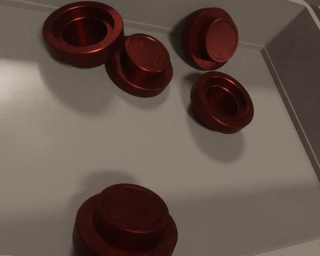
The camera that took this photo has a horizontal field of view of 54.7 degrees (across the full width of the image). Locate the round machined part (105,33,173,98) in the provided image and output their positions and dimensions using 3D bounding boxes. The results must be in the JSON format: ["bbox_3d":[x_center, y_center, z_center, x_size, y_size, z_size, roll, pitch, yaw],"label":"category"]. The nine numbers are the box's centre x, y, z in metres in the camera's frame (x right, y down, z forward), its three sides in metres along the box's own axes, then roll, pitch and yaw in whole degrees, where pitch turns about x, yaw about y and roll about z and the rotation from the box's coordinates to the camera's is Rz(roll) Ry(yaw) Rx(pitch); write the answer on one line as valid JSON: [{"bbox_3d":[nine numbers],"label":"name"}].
[{"bbox_3d":[-0.025,-0.095,0.441,0.099,0.042,0.098,14,56,-21],"label":"round machined part"}]

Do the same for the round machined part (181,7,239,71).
[{"bbox_3d":[0.086,-0.140,0.494,0.099,0.042,0.097,-11,112,-30],"label":"round machined part"}]

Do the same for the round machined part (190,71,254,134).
[{"bbox_3d":[0.088,-0.034,0.465,0.099,0.042,0.098,14,56,-21],"label":"round machined part"}]

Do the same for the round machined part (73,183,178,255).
[{"bbox_3d":[-0.030,0.090,0.295,0.099,0.042,0.098,14,23,-6],"label":"round machined part"}]

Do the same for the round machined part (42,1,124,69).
[{"bbox_3d":[-0.095,-0.116,0.400,0.099,0.042,0.098,0,58,-1],"label":"round machined part"}]
